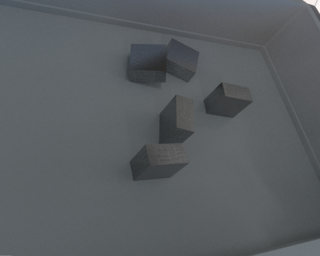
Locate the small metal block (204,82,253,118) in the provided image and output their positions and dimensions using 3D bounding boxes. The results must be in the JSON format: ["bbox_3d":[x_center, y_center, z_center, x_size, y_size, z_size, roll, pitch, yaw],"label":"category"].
[{"bbox_3d":[0.103,-0.041,0.473,0.050,0.050,0.025,7,59,-25],"label":"small metal block"}]

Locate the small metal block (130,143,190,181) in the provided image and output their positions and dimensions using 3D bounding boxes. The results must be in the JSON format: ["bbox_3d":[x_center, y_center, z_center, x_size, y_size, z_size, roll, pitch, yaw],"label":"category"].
[{"bbox_3d":[-0.002,0.040,0.366,0.050,0.050,0.025,0,62,-29],"label":"small metal block"}]

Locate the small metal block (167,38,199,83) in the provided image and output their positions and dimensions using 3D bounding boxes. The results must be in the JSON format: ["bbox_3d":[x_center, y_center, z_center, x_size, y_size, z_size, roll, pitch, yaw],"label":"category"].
[{"bbox_3d":[0.032,-0.107,0.490,0.050,0.025,0.050,24,53,-15],"label":"small metal block"}]

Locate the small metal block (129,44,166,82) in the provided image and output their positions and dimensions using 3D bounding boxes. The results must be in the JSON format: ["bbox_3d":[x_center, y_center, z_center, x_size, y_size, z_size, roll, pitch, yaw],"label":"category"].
[{"bbox_3d":[-0.017,-0.093,0.444,0.050,0.025,0.050,1,59,-2],"label":"small metal block"}]

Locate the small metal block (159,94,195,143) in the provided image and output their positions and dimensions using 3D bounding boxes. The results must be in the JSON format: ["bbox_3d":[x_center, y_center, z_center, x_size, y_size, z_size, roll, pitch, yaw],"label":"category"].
[{"bbox_3d":[0.021,-0.007,0.407,0.025,0.050,0.050,15,56,-21],"label":"small metal block"}]
